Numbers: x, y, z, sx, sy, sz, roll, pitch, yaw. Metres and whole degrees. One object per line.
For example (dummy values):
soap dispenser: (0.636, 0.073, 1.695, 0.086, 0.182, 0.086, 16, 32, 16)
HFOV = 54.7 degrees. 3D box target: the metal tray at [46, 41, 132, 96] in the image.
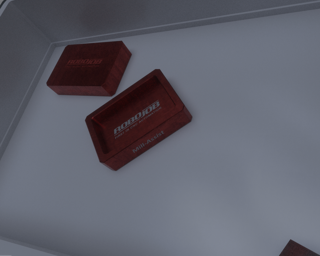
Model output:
metal tray: (-0.121, -0.100, 0.526, 0.130, 0.030, 0.090, 5, 64, 30)

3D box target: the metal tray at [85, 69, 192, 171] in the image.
metal tray: (-0.033, -0.013, 0.425, 0.130, 0.030, 0.090, -34, 52, 5)

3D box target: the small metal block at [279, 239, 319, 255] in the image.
small metal block: (0.126, 0.119, 0.238, 0.025, 0.050, 0.050, -51, 8, -8)
